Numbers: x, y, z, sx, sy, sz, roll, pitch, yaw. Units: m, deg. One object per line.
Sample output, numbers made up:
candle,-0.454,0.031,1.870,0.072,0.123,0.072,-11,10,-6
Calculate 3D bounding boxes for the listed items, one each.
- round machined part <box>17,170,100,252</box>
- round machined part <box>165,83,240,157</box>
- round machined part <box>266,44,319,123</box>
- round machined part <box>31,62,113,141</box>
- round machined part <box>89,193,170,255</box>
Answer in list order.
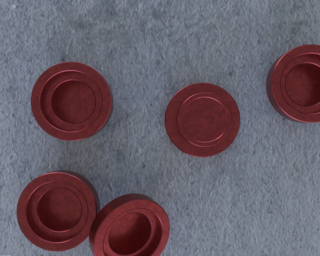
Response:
round machined part,-0.127,0.103,0.400,0.099,0.042,0.097,0,90,-1
round machined part,0.056,-0.010,0.402,0.099,0.042,0.097,0,90,-1
round machined part,0.187,-0.055,0.404,0.099,0.042,0.097,0,90,-1
round machined part,-0.109,-0.033,0.400,0.099,0.042,0.097,0,90,-1
round machined part,-0.040,0.128,0.388,0.099,0.042,0.097,-6,104,-27
